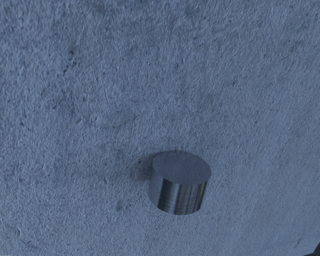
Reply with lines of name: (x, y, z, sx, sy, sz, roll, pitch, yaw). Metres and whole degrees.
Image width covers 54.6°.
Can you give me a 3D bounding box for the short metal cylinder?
short metal cylinder: (0.026, 0.074, 0.430, 0.081, 0.080, 0.050, -5, 121, -26)
